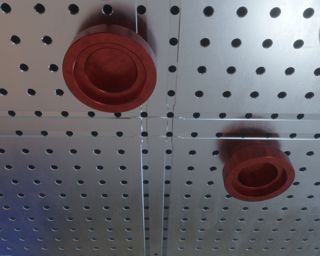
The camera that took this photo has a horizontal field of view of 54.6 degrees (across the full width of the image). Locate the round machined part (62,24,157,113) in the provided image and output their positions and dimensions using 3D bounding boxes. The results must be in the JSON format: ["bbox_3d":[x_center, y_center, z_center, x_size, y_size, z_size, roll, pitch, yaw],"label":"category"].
[{"bbox_3d":[-0.053,-0.068,0.342,0.099,0.042,0.097,0,130,0],"label":"round machined part"}]

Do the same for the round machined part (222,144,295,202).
[{"bbox_3d":[0.140,0.061,0.454,0.099,0.042,0.097,0,130,0],"label":"round machined part"}]
